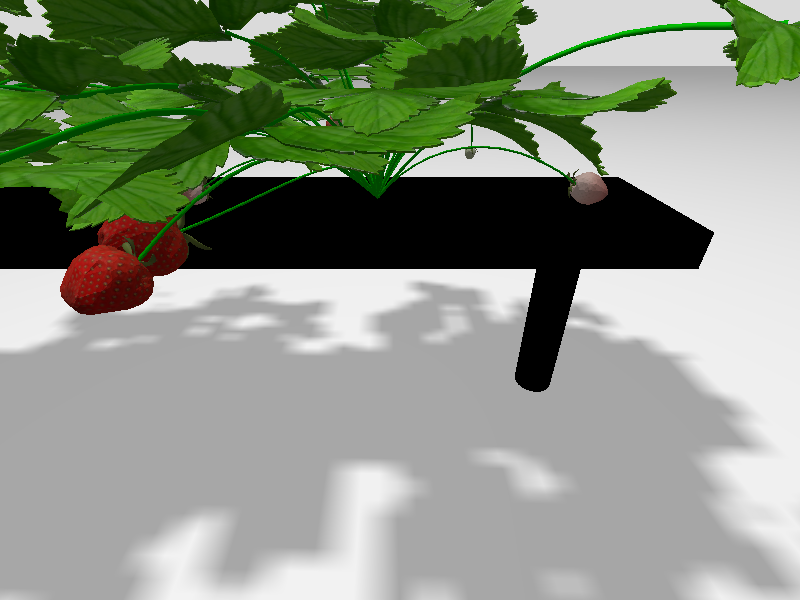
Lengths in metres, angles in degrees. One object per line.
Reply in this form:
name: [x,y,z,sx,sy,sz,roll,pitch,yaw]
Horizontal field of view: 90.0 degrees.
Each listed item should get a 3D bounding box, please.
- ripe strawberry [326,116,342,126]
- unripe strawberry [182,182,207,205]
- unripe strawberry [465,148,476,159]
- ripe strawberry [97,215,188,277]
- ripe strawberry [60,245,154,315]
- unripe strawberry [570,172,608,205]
ripe strawberry: [-0.079,-0.235,0.549,0.044,0.039,0.040,-8,20,-12]
unripe strawberry: [-0.175,-0.093,0.333,0.026,0.027,0.024,-6,32,-4]
unripe strawberry: [0.083,-0.174,0.474,0.012,0.013,0.014,21,37,29]
ripe strawberry: [-0.143,-0.033,0.222,0.038,0.043,0.041,24,40,33]
ripe strawberry: [-0.140,-0.008,0.190,0.037,0.033,0.034,19,47,28]
unripe strawberry: [0.157,-0.093,0.333,0.030,0.026,0.030,17,32,-3]
